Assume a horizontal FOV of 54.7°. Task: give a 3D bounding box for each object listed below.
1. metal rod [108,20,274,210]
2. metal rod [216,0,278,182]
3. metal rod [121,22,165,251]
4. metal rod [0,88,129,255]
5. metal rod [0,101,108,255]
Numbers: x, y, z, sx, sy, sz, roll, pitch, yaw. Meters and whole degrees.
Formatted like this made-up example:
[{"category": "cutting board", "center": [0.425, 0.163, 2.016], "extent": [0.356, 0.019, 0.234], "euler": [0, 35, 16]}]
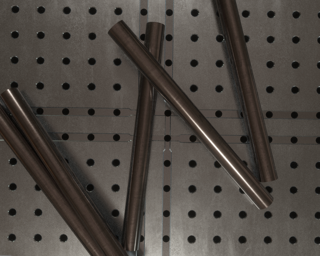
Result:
[{"category": "metal rod", "center": [0.044, -0.012, 0.397], "extent": [0.025, 0.025, 0.300], "euler": [-41, 97, 0]}, {"category": "metal rod", "center": [0.110, -0.076, 0.414], "extent": [0.025, 0.025, 0.298], "euler": [-13, 90, 0]}, {"category": "metal rod", "center": [-0.023, 0.011, 0.413], "extent": [0.025, 0.025, 0.298], "euler": [7, 90, -1]}, {"category": "metal rod", "center": [-0.115, 0.077, 0.401], "extent": [0.025, 0.025, 0.299], "euler": [-35, 86, 0]}, {"category": "metal rod", "center": [-0.141, 0.081, 0.411], "extent": [0.025, 0.025, 0.299], "euler": [-37, 90, 0]}]
